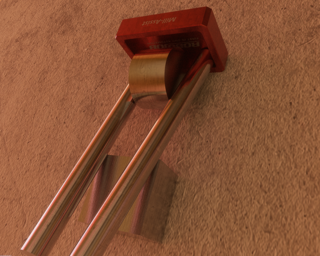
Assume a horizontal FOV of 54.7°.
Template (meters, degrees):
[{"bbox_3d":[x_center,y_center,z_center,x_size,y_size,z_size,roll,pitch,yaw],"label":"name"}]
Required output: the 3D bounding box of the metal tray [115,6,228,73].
[{"bbox_3d":[0.017,-0.112,0.422,0.130,0.090,0.030,2,63,29],"label":"metal tray"}]

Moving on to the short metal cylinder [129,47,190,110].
[{"bbox_3d":[0.002,-0.064,0.408,0.050,0.080,0.080,2,63,28],"label":"short metal cylinder"}]

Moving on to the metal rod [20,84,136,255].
[{"bbox_3d":[-0.064,0.009,0.373,0.025,0.025,0.301,2,47,29],"label":"metal rod"}]

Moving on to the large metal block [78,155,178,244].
[{"bbox_3d":[-0.034,0.079,0.355,0.080,0.050,0.080,2,63,28],"label":"large metal block"}]

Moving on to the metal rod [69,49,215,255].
[{"bbox_3d":[-0.002,0.011,0.339,0.025,0.025,0.301,9,51,32],"label":"metal rod"}]
